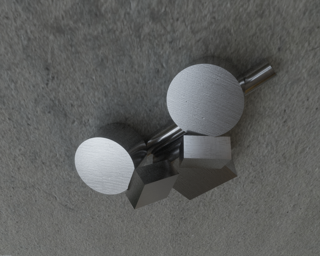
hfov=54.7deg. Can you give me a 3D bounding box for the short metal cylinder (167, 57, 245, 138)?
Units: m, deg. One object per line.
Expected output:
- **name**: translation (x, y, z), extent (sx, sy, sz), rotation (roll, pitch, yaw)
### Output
- **short metal cylinder**: translation (0.053, -0.036, 0.343), extent (0.080, 0.050, 0.079), rotation (6, 112, 14)

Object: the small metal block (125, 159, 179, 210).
- **small metal block**: translation (-0.010, 0.070, 0.387), extent (0.050, 0.025, 0.050), rotation (-12, 139, -34)

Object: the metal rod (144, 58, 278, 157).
- **metal rod**: translation (0.014, 0.006, 0.413), extent (0.299, 0.025, 0.025), rotation (-34, 123, 25)

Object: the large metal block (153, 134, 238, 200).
- **large metal block**: translation (0.047, 0.046, 0.430), extent (0.080, 0.050, 0.080), rotation (-34, 123, 25)

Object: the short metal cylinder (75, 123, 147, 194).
- **short metal cylinder**: translation (-0.063, 0.039, 0.407), extent (0.080, 0.050, 0.079), rotation (6, 112, 14)

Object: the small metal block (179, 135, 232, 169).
- **small metal block**: translation (0.049, 0.028, 0.352), extent (0.050, 0.025, 0.050), rotation (2, 161, -2)
